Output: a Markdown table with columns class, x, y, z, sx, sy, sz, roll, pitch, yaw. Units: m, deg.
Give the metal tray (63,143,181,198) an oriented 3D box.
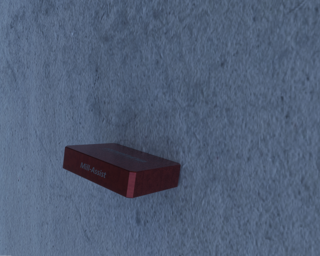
| class | x | y | z | sx | sy | sz | roll | pitch | yaw |
| --- | --- | --- | --- | --- | --- | --- | --- | --- | --- |
| metal tray | -0.051 | 0.049 | 0.402 | 0.130 | 0.091 | 0.030 | 13 | 99 | 39 |
